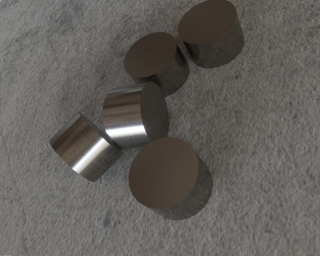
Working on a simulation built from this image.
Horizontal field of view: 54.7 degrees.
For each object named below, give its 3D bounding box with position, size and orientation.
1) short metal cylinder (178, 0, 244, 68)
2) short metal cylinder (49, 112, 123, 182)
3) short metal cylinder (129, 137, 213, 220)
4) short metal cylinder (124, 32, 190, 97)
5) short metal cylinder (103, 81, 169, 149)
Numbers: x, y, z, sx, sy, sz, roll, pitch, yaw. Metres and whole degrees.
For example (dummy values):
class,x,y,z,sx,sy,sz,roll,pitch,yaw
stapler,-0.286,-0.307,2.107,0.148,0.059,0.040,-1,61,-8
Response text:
class,x,y,z,sx,sy,sz,roll,pitch,yaw
short metal cylinder,0.071,-0.130,0.429,0.080,0.050,0.080,-13,56,20
short metal cylinder,-0.094,0.024,0.401,0.050,0.080,0.080,-46,51,-4
short metal cylinder,0.013,0.057,0.345,0.080,0.050,0.080,-13,56,20
short metal cylinder,-0.004,-0.090,0.444,0.080,0.050,0.080,-13,56,20
short metal cylinder,-0.028,-0.015,0.391,0.050,0.080,0.080,-8,58,24
